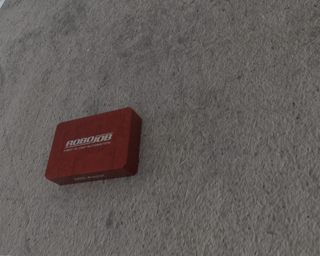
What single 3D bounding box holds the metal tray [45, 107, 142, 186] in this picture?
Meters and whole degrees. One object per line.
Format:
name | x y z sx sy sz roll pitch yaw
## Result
metal tray | -0.092 0.027 0.434 0.130 0.030 0.090 -11 57 22
